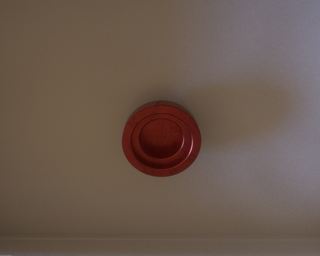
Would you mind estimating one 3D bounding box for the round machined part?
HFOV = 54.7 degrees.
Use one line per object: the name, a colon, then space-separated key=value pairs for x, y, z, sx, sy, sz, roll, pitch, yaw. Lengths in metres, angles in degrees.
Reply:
round machined part: x=0.002 y=0.011 z=0.402 sx=0.099 sy=0.042 sz=0.097 roll=0 pitch=110 yaw=-1
